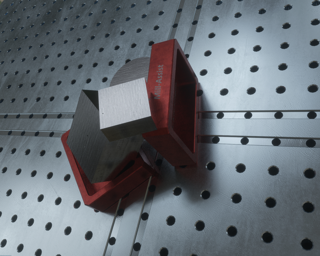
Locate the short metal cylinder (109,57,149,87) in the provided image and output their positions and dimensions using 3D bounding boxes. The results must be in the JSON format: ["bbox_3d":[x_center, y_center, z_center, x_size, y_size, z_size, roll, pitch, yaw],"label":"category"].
[{"bbox_3d":[-0.023,-0.052,0.435,0.080,0.050,0.080,-13,56,20],"label":"short metal cylinder"}]

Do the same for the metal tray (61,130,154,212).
[{"bbox_3d":[-0.076,0.034,0.420,0.090,0.030,0.130,-37,51,3],"label":"metal tray"}]

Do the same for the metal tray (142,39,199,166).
[{"bbox_3d":[0.017,-0.030,0.374,0.030,0.090,0.130,-9,58,23],"label":"metal tray"}]

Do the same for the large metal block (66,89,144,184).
[{"bbox_3d":[-0.068,0.009,0.381,0.080,0.050,0.079,46,124,38],"label":"large metal block"}]

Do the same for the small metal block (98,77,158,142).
[{"bbox_3d":[-0.033,-0.019,0.315,0.050,0.025,0.050,-15,55,6],"label":"small metal block"}]
